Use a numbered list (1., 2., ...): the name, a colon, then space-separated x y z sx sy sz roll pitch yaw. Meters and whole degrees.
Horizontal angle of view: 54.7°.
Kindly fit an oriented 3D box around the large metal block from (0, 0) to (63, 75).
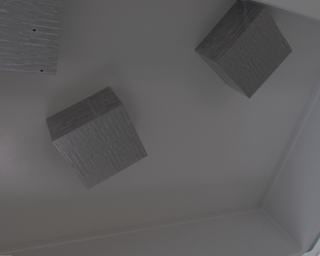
1. large metal block: -0.130 -0.095 0.263 0.081 0.050 0.079 0 118 -29

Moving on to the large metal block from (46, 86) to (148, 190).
1. large metal block: -0.072 0.012 0.360 0.080 0.050 0.080 -30 129 -10

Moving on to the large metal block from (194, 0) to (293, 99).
1. large metal block: 0.105 -0.097 0.389 0.080 0.050 0.080 -49 129 7
